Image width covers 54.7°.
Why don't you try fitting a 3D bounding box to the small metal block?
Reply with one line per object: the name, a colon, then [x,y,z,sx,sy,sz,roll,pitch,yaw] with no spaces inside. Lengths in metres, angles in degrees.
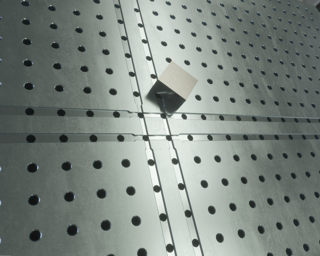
small metal block: [0.022,-0.065,0.461,0.050,0.025,0.050,36,51,-5]
